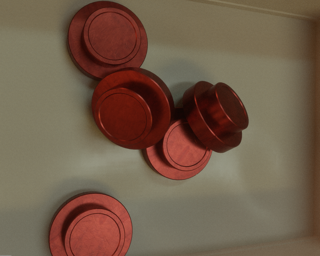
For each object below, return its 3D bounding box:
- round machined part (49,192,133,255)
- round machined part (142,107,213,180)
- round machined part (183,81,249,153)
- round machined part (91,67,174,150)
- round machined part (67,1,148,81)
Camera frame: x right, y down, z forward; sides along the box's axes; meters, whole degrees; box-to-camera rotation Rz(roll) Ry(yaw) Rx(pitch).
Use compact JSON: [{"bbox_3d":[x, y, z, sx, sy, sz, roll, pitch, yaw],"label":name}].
[{"bbox_3d":[-0.080,0.126,0.367,0.099,0.042,0.097,2,83,-21],"label":"round machined part"},{"bbox_3d":[0.028,0.021,0.412,0.099,0.042,0.097,0,90,-20],"label":"round machined part"},{"bbox_3d":[0.078,-0.020,0.403,0.098,0.042,0.098,30,43,-33],"label":"round machined part"},{"bbox_3d":[-0.036,-0.018,0.360,0.098,0.042,0.097,6,112,15],"label":"round machined part"},{"bbox_3d":[-0.062,-0.107,0.378,0.099,0.042,0.097,0,90,-20],"label":"round machined part"}]
